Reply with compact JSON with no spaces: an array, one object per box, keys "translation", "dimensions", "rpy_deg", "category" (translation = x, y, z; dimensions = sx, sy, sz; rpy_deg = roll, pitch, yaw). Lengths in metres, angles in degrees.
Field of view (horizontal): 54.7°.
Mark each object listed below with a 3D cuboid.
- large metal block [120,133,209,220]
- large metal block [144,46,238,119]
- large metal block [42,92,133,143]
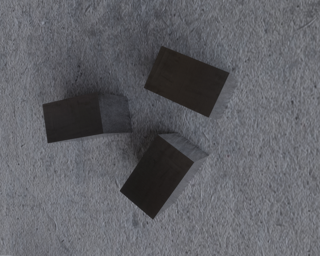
[{"translation":[0.009,0.054,0.377],"dimensions":[0.050,0.080,0.080],"rpy_deg":[37,102,16],"category":"large metal block"},{"translation":[0.040,-0.050,0.366],"dimensions":[0.080,0.080,0.050],"rpy_deg":[26,99,18],"category":"large metal block"},{"translation":[-0.093,-0.012,0.413],"dimensions":[0.080,0.080,0.050],"rpy_deg":[-10,87,20],"category":"large metal block"}]
